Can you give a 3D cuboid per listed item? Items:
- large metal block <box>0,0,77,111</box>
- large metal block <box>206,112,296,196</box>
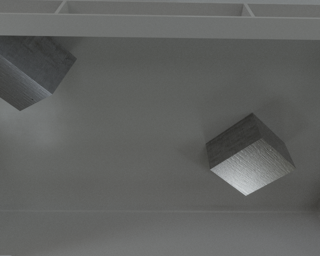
[{"bbox_3d":[-0.147,-0.068,0.314,0.080,0.050,0.080,-13,135,44],"label":"large metal block"},{"bbox_3d":[0.123,0.038,0.426,0.080,0.050,0.080,37,121,-27],"label":"large metal block"}]
